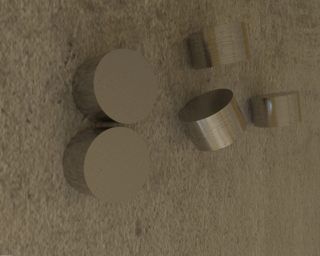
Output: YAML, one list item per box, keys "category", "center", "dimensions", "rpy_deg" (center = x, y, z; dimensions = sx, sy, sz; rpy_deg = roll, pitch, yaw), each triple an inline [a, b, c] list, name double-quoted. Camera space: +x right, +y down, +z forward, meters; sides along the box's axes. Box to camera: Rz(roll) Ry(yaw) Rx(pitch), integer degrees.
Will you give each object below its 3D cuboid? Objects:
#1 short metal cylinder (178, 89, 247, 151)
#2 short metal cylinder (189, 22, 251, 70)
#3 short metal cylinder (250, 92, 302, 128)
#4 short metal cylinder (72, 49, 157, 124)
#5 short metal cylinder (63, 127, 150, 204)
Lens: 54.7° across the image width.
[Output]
- category: "short metal cylinder"
  center: [0.073, -0.012, 0.433]
  dimensions: [0.080, 0.080, 0.050]
  rpy_deg: [-45, 117, -31]
- category: "short metal cylinder"
  center: [0.085, -0.116, 0.442]
  dimensions: [0.081, 0.080, 0.050]
  rpy_deg: [-21, 104, -38]
- category: "short metal cylinder"
  center: [0.203, -0.033, 0.542]
  dimensions: [0.081, 0.080, 0.050]
  rpy_deg: [-16, 101, -39]
- category: "short metal cylinder"
  center: [-0.050, -0.044, 0.348]
  dimensions: [0.081, 0.050, 0.079]
  rpy_deg: [0, 90, -40]
- category: "short metal cylinder"
  center: [-0.058, 0.038, 0.341]
  dimensions: [0.081, 0.050, 0.079]
  rpy_deg: [0, 90, -40]
